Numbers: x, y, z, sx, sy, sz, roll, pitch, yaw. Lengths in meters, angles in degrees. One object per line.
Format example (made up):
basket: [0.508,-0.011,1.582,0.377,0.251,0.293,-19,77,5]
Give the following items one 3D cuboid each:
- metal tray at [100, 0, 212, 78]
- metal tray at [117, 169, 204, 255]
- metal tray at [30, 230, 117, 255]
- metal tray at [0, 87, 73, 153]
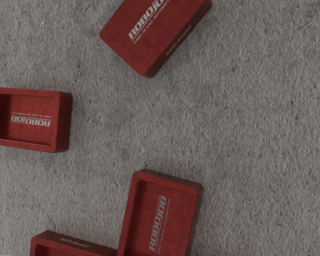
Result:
metal tray: [-0.007,-0.143,0.409,0.090,0.030,0.130,45,104,14]
metal tray: [-0.001,0.127,0.406,0.090,0.030,0.129,13,94,19]
metal tray: [-0.129,0.211,0.451,0.130,0.030,0.089,7,92,19]
metal tray: [-0.201,-0.014,0.477,0.130,0.030,0.089,6,92,19]
